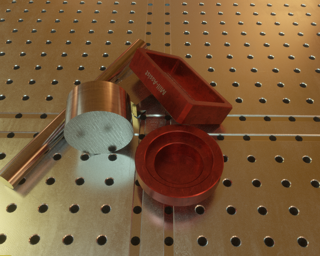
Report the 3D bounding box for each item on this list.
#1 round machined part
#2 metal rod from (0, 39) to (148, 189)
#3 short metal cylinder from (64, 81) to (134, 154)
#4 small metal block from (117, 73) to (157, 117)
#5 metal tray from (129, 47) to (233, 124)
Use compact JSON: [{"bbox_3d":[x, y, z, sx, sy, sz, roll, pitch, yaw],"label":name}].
[{"bbox_3d":[0.021,0.046,0.358,0.099,0.042,0.098,0,50,0],"label":"round machined part"},{"bbox_3d":[-0.105,-0.039,0.438,0.025,0.025,0.301,23,53,18],"label":"metal rod"},{"bbox_3d":[-0.075,-0.012,0.381,0.081,0.080,0.050,-6,50,-5],"label":"short metal cylinder"},{"bbox_3d":[-0.033,-0.050,0.449,0.050,0.025,0.050,36,58,26],"label":"small metal block"},{"bbox_3d":[0.027,-0.058,0.425,0.091,0.030,0.130,0,41,-43],"label":"metal tray"}]
